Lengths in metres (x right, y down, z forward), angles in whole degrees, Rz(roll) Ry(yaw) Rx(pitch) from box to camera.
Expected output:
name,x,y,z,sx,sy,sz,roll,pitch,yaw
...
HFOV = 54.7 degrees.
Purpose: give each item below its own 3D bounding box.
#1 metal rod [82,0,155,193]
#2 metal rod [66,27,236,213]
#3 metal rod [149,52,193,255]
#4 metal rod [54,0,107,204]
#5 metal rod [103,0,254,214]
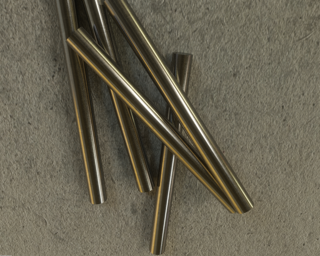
name,x,y,z,sx,sy,sz,roll,pitch,yaw
metal rod,-0.053,-0.051,0.390,0.025,0.025,0.298,-13,110,4
metal rod,0.004,0.001,0.382,0.025,0.025,0.300,-40,106,13
metal rod,0.012,0.048,0.427,0.025,0.025,0.298,6,110,-3
metal rod,-0.099,-0.036,0.394,0.025,0.025,0.298,-4,110,1
metal rod,0.028,-0.022,0.371,0.025,0.025,0.299,-32,99,10
